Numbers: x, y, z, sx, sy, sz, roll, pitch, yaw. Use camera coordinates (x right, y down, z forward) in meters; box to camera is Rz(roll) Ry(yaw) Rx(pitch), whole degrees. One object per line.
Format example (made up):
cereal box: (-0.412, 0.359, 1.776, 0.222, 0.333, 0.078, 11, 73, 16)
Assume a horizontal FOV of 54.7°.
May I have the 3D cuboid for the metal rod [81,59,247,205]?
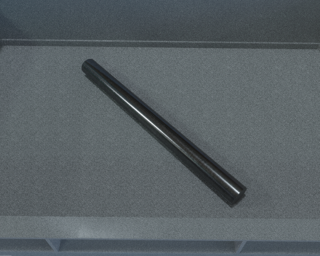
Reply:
metal rod: (-0.012, -0.011, 0.413, 0.025, 0.025, 0.300, -34, 58, -25)
